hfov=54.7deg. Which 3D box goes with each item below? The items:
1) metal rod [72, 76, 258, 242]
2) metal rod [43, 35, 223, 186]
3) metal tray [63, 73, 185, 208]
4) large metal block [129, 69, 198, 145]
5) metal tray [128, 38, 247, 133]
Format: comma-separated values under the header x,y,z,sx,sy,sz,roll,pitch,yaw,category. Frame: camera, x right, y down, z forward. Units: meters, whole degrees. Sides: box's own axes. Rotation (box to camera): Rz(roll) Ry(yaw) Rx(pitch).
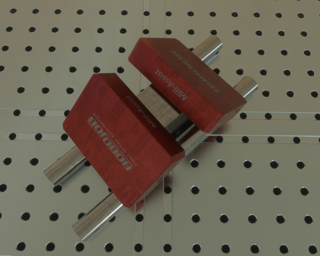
x,y,z,sx,sy,sz,roll,pitch,yaw,category
0.016,0.031,0.401,0.301,0.025,0.025,-40,75,-14,metal rod
-0.027,-0.032,0.423,0.301,0.025,0.025,-41,75,-14,metal rod
-0.045,0.012,0.349,0.130,0.030,0.090,48,120,15,metal tray
0.001,-0.016,0.388,0.080,0.080,0.050,-40,75,-13,large metal block
0.035,-0.057,0.375,0.130,0.030,0.091,45,32,14,metal tray
